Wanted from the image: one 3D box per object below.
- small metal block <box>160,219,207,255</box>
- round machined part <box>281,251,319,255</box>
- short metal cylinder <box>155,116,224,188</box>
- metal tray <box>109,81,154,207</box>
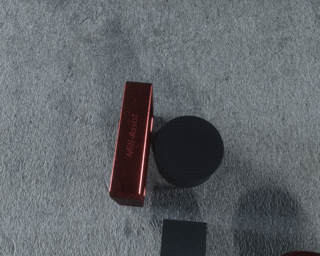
[{"bbox_3d":[0.027,0.134,0.359,0.050,0.025,0.050,5,70,1],"label":"small metal block"},{"bbox_3d":[0.157,0.185,0.334,0.099,0.042,0.098,0,70,-1],"label":"round machined part"},{"bbox_3d":[0.034,0.031,0.384,0.081,0.050,0.080,0,70,0],"label":"short metal cylinder"},{"bbox_3d":[-0.029,0.022,0.365,0.030,0.090,0.130,5,70,2],"label":"metal tray"}]
